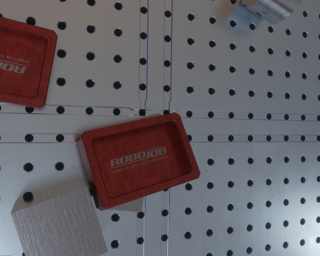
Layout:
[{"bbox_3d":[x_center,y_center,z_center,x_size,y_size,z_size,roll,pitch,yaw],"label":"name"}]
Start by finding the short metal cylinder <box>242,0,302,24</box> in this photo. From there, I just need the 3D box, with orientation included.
[{"bbox_3d":[0.165,-0.199,0.446,0.050,0.080,0.080,24,82,-19],"label":"short metal cylinder"}]

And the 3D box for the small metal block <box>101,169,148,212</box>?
[{"bbox_3d":[-0.047,0.078,0.396,0.050,0.025,0.050,10,87,-20],"label":"small metal block"}]

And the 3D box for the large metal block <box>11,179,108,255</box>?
[{"bbox_3d":[-0.115,0.114,0.358,0.081,0.050,0.080,-18,96,-20],"label":"large metal block"}]

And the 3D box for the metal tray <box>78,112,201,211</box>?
[{"bbox_3d":[-0.024,0.038,0.380,0.131,0.030,0.090,-13,78,-27],"label":"metal tray"}]

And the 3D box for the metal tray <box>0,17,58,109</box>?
[{"bbox_3d":[-0.188,-0.076,0.340,0.131,0.030,0.089,10,87,-20],"label":"metal tray"}]
